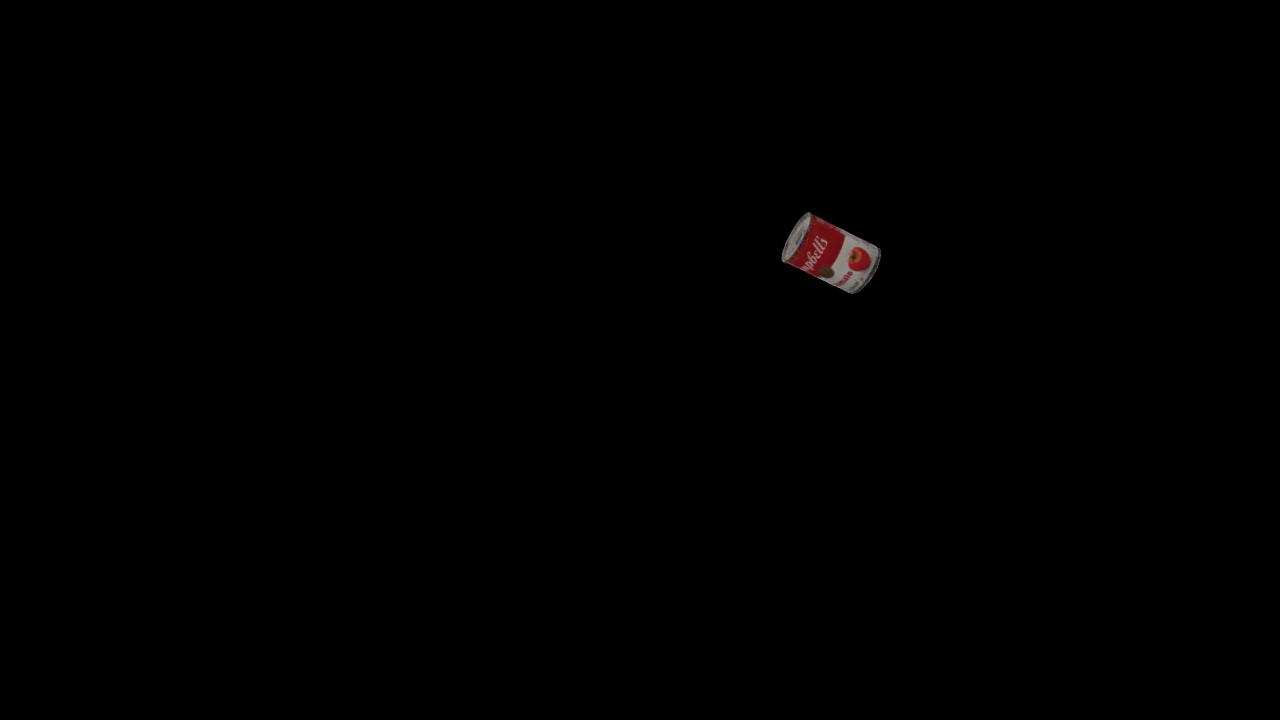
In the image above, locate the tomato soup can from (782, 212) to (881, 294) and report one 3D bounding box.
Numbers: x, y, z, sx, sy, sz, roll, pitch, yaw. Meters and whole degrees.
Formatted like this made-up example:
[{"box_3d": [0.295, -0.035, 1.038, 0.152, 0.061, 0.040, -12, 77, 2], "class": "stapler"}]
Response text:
[{"box_3d": [0.239, -0.132, 0.771, 0.101, 0.068, 0.068, 24, -3, -7], "class": "tomato soup can"}]
